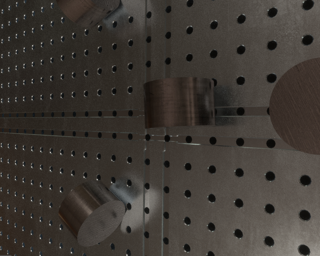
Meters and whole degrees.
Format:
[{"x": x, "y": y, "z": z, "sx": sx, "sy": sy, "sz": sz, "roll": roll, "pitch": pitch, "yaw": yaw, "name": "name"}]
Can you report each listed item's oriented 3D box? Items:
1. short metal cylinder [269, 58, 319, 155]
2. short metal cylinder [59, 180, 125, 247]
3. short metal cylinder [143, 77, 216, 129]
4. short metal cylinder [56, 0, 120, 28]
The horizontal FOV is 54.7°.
[{"x": 0.145, "y": -0.018, "z": 0.273, "sx": 0.080, "sy": 0.050, "sz": 0.079, "roll": 0, "pitch": 90, "yaw": 39, "name": "short metal cylinder"}, {"x": -0.098, "y": 0.124, "z": 0.452, "sx": 0.050, "sy": 0.081, "sz": 0.079, "roll": 35, "pitch": 112, "yaw": 34, "name": "short metal cylinder"}, {"x": 0.022, "y": -0.025, "z": 0.354, "sx": 0.080, "sy": 0.081, "sz": 0.050, "roll": -4, "pitch": 87, "yaw": 39, "name": "short metal cylinder"}, {"x": -0.107, "y": -0.198, "z": 0.459, "sx": 0.050, "sy": 0.081, "sz": 0.080, "roll": -23, "pitch": 76, "yaw": 37, "name": "short metal cylinder"}]
